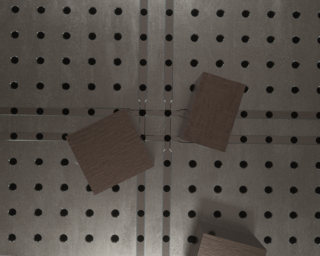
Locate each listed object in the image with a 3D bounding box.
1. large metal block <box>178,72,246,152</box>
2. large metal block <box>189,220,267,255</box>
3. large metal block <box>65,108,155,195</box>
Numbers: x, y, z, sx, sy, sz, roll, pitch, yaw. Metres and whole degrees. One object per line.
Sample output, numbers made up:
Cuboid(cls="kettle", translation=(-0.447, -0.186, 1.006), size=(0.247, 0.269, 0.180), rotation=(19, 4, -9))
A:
Cuboid(cls="large metal block", translation=(0.061, -0.018, 0.387), size=(0.050, 0.080, 0.080), rotation=(17, 90, 0))
Cuboid(cls="large metal block", translation=(0.081, 0.177, 0.402), size=(0.080, 0.050, 0.080), rotation=(16, 90, -1))
Cuboid(cls="large metal block", translation=(-0.061, 0.028, 0.400), size=(0.080, 0.050, 0.080), rotation=(-26, 90, -1))
